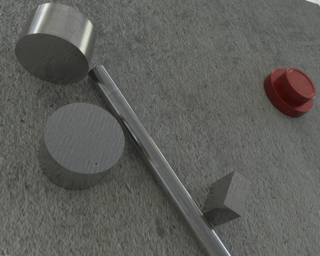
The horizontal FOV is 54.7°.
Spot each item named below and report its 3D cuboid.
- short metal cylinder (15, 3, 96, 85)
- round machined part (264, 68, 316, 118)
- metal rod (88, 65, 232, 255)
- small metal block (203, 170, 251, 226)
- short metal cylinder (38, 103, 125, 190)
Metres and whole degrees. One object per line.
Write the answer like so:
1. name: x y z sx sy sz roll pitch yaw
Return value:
1. short metal cylinder: -0.119 -0.096 0.363 0.081 0.080 0.050 17 55 -19
2. round machined part: 0.244 -0.071 0.568 0.099 0.042 0.098 14 56 -21
3. metal rod: 0.000 0.047 0.374 0.025 0.025 0.299 -26 76 -37
4. small metal block: 0.080 0.086 0.378 0.025 0.050 0.050 35 51 -5
5. short metal cylinder: -0.084 0.020 0.330 0.081 0.050 0.080 14 56 -21
